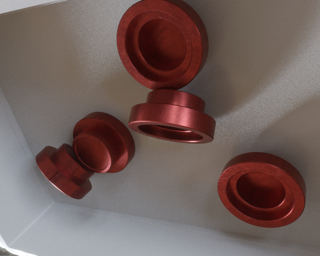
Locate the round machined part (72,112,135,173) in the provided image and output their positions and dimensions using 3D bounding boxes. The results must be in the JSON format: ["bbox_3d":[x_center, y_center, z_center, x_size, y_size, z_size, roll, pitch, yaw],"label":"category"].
[{"bbox_3d":[-0.090,0.029,0.463,0.098,0.042,0.097,13,124,21],"label":"round machined part"}]

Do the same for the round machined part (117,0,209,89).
[{"bbox_3d":[0.006,-0.093,0.337,0.098,0.042,0.097,13,124,21],"label":"round machined part"}]

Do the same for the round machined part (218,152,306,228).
[{"bbox_3d":[0.123,0.070,0.376,0.098,0.042,0.097,13,124,21],"label":"round machined part"}]

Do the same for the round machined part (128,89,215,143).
[{"bbox_3d":[0.016,-0.014,0.359,0.098,0.098,0.042,4,77,26],"label":"round machined part"}]

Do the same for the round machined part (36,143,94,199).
[{"bbox_3d":[-0.142,0.062,0.488,0.042,0.098,0.098,-45,94,-2],"label":"round machined part"}]
